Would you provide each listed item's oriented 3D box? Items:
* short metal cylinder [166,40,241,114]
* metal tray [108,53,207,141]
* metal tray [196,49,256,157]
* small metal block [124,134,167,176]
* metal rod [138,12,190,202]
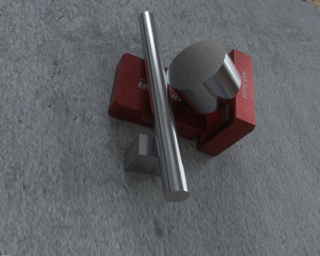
[{"bbox_3d":[0.055,-0.065,0.394,0.050,0.080,0.080,46,41,-41],"label":"short metal cylinder"},{"bbox_3d":[0.001,-0.042,0.429,0.131,0.030,0.090,17,55,-19],"label":"metal tray"},{"bbox_3d":[0.091,-0.036,0.436,0.030,0.090,0.130,21,54,-16],"label":"metal tray"},{"bbox_3d":[-0.010,0.033,0.364,0.050,0.050,0.025,12,57,-22],"label":"small metal block"},{"bbox_3d":[-0.002,-0.052,0.387,0.025,0.025,0.300,10,48,-23],"label":"metal rod"}]
